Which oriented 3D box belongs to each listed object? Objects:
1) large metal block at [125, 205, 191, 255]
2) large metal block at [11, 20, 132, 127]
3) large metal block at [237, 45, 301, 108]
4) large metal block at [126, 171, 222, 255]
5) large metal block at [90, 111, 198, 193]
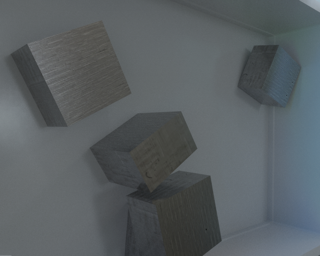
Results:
[{"bbox_3d":[0.005,0.134,0.397,0.081,0.050,0.080,7,86,-40],"label":"large metal block"},{"bbox_3d":[-0.088,-0.055,0.318,0.081,0.050,0.080,-34,111,-35],"label":"large metal block"},{"bbox_3d":[0.194,-0.090,0.546,0.080,0.050,0.080,25,85,-37],"label":"large metal block"},{"bbox_3d":[0.017,0.101,0.342,0.081,0.050,0.079,-19,102,-39],"label":"large metal block"},{"bbox_3d":[-0.019,0.023,0.357,0.080,0.080,0.050,-39,114,-33],"label":"large metal block"}]
